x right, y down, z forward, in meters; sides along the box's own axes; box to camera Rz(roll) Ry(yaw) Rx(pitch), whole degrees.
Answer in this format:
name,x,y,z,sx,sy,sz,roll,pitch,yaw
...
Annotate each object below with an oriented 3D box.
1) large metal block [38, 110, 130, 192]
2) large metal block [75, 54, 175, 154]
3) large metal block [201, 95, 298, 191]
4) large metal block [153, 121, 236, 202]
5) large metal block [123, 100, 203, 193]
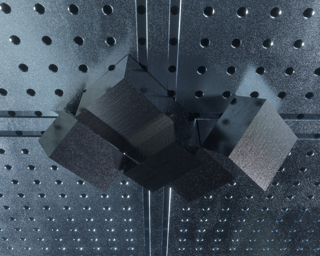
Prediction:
name,x,y,z,sx,sy,sz,roll,pitch,yaw
large metal block,-0.097,0.027,0.388,0.080,0.080,0.050,41,80,-29
large metal block,-0.040,-0.026,0.373,0.080,0.050,0.080,-33,123,26
large metal block,0.111,0.018,0.383,0.080,0.050,0.080,41,79,-30
large metal block,0.047,0.049,0.437,0.080,0.050,0.080,-34,121,25
large metal block,0.003,0.022,0.393,0.080,0.080,0.050,-35,123,25
